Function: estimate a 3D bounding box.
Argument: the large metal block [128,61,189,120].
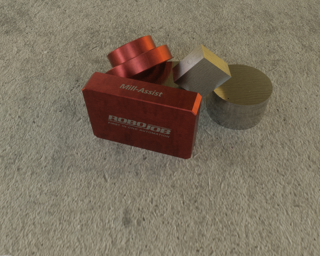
[{"bbox_3d":[-0.003,-0.047,0.430,0.081,0.050,0.080,-1,50,-1],"label":"large metal block"}]

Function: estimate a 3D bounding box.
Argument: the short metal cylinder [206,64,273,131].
[{"bbox_3d":[0.107,-0.043,0.426,0.081,0.050,0.080,0,50,0],"label":"short metal cylinder"}]

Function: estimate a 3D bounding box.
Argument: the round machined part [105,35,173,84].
[{"bbox_3d":[-0.035,-0.097,0.438,0.099,0.098,0.042,-30,100,-23],"label":"round machined part"}]

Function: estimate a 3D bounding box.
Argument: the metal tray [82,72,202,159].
[{"bbox_3d":[-0.021,-0.013,0.373,0.131,0.090,0.030,13,52,10],"label":"metal tray"}]

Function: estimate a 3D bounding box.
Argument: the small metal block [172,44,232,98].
[{"bbox_3d":[0.052,-0.069,0.388,0.050,0.050,0.025,26,43,-34],"label":"small metal block"}]
